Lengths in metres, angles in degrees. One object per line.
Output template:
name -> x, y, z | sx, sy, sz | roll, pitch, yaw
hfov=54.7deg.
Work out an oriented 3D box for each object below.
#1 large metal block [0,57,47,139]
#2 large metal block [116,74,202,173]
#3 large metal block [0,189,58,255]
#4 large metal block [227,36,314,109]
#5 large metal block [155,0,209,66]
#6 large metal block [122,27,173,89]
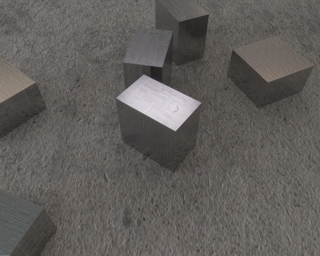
large metal block -> -0.218, -0.041, 0.420 | 0.080, 0.050, 0.080 | 34, 58, 25
large metal block -> -0.002, -0.005, 0.371 | 0.080, 0.080, 0.050 | 29, 56, 22
large metal block -> -0.162, 0.107, 0.296 | 0.080, 0.050, 0.080 | 18, 52, 14
large metal block -> 0.160, -0.085, 0.459 | 0.081, 0.050, 0.080 | -21, 53, -17
large metal block -> 0.032, -0.162, 0.504 | 0.050, 0.080, 0.080 | -20, 53, -16
large metal block -> -0.014, -0.082, 0.436 | 0.050, 0.080, 0.080 | 9, 51, 7
